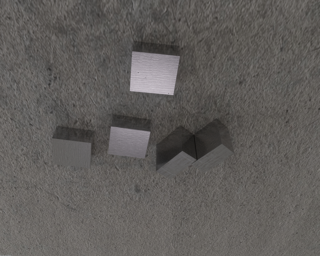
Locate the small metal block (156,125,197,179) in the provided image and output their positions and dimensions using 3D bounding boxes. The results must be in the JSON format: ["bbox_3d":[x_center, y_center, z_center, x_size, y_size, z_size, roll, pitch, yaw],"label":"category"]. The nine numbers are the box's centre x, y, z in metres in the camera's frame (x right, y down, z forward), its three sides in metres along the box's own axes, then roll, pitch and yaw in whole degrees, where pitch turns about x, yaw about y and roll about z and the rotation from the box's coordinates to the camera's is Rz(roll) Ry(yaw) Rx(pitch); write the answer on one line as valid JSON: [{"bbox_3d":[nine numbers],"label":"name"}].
[{"bbox_3d":[0.021,0.033,0.419,0.025,0.050,0.050,34,122,-25],"label":"small metal block"}]

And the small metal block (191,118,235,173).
[{"bbox_3d":[0.067,0.023,0.411,0.025,0.050,0.050,36,121,-27],"label":"small metal block"}]

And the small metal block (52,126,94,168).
[{"bbox_3d":[-0.119,0.027,0.429,0.050,0.025,0.050,8,130,-7],"label":"small metal block"}]

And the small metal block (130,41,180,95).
[{"bbox_3d":[-0.007,-0.067,0.350,0.050,0.025,0.050,5,130,-5],"label":"small metal block"}]

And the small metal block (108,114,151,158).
[{"bbox_3d":[-0.041,0.012,0.417,0.050,0.025,0.050,8,130,-7],"label":"small metal block"}]
